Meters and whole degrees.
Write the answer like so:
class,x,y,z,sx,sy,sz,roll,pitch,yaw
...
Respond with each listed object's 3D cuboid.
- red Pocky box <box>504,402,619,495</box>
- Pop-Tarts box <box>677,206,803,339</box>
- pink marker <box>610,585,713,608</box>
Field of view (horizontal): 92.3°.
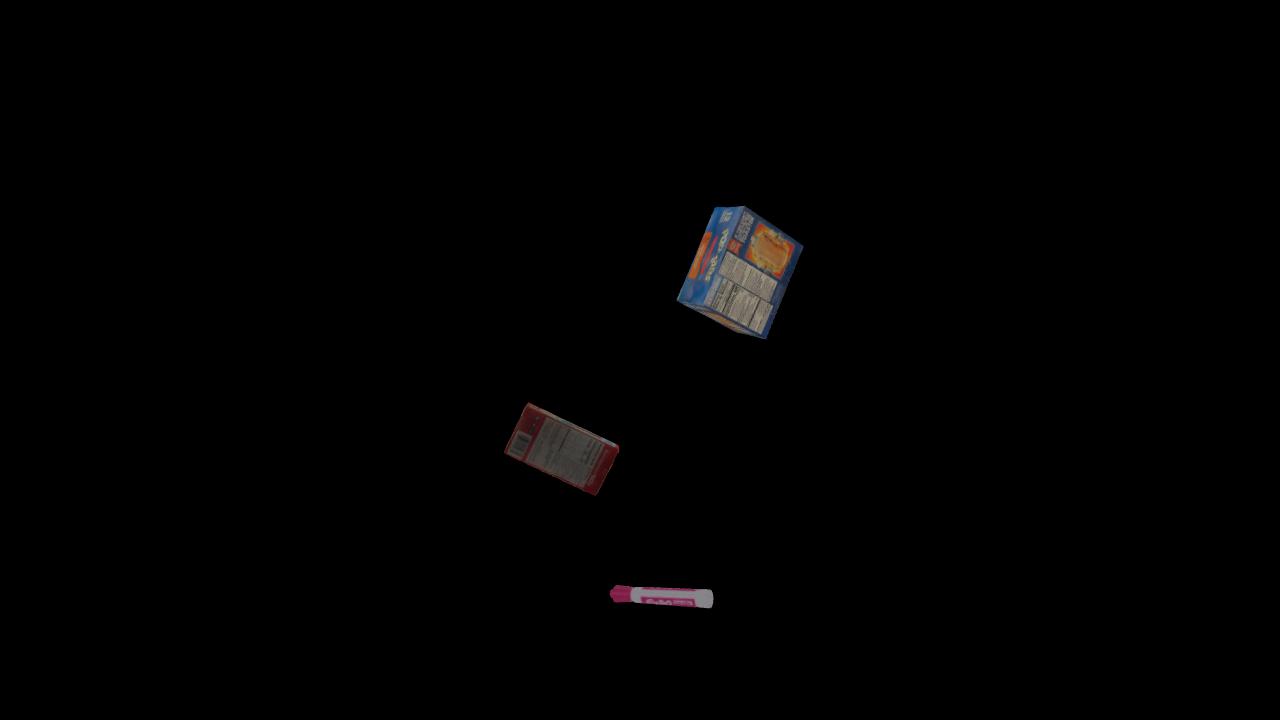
class,x,y,z,sx,sy,sz,roll,pitch,yaw
red Pocky box,-0.117,0.135,0.927,0.155,0.083,0.028,26,5,-4
Pop-Tarts box,0.161,-0.139,0.989,0.141,0.167,0.083,24,-3,-30
pink marker,0.021,0.261,0.681,0.121,0.020,0.020,-7,-3,25
